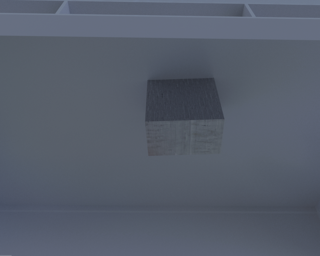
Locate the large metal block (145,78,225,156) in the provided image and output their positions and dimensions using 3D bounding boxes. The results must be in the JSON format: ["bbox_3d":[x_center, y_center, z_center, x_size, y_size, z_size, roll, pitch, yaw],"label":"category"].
[{"bbox_3d":[0.026,-0.015,0.360,0.080,0.080,0.050,-2,130,1],"label":"large metal block"}]
